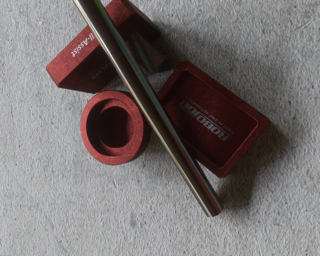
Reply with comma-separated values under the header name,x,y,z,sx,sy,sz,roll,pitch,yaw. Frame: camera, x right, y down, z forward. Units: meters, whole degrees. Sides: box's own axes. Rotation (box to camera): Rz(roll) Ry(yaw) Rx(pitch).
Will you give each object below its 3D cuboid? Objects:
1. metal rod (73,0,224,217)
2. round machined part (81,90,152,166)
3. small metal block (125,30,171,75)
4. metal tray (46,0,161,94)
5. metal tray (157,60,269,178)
name,x,y,z,sx,sy,sz,roll,pitch,yaw
metal rod,-0.008,-0.021,0.355,0.025,0.025,0.299,-28,103,18
round machined part,-0.054,-0.001,0.415,0.098,0.042,0.097,2,94,25
small metal block,-0.015,-0.096,0.396,0.050,0.050,0.025,45,107,-1
metal tray,-0.069,-0.100,0.398,0.130,0.090,0.030,-39,78,15
metal tray,0.056,-0.012,0.387,0.130,0.030,0.090,39,102,15
